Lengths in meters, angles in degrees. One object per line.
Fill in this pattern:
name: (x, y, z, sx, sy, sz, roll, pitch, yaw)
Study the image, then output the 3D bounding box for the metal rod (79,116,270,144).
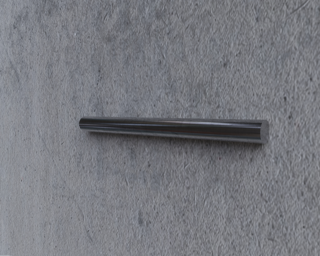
metal rod: (-0.007, -0.002, 0.414, 0.300, 0.025, 0.025, 3, 92, 40)
